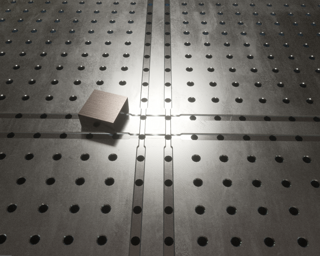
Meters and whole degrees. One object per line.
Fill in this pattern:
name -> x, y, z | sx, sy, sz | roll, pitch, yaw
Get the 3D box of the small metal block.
small metal block -> -0.076, -0.023, 0.426 | 0.050, 0.025, 0.050 | 14, 51, 11
